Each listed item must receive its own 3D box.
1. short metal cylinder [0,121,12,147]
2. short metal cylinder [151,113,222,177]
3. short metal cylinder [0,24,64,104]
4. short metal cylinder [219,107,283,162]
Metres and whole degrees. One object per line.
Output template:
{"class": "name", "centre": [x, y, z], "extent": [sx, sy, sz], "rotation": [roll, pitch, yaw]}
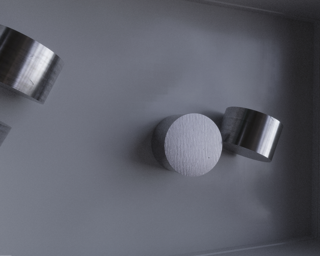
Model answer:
{"class": "short metal cylinder", "centre": [-0.200, 0.003, 0.308], "extent": [0.080, 0.080, 0.050], "rotation": [30, 80, -18]}
{"class": "short metal cylinder", "centre": [0.034, 0.021, 0.411], "extent": [0.081, 0.050, 0.079], "rotation": [0, 90, -21]}
{"class": "short metal cylinder", "centre": [-0.150, -0.065, 0.326], "extent": [0.080, 0.080, 0.050], "rotation": [27, 81, -19]}
{"class": "short metal cylinder", "centre": [0.121, 0.010, 0.428], "extent": [0.080, 0.080, 0.050], "rotation": [24, 82, -19]}
